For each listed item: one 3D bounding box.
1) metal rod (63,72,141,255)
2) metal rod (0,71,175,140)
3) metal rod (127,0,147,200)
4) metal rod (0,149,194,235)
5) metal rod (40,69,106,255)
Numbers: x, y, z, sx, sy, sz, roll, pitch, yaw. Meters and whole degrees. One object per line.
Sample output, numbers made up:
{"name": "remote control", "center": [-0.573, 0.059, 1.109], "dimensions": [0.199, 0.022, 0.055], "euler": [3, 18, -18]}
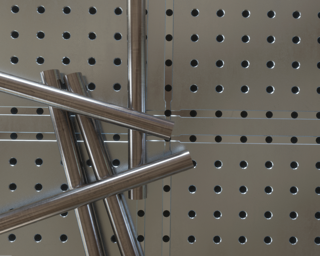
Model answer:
{"name": "metal rod", "center": [-0.070, 0.072, 0.412], "dimensions": [0.025, 0.025, 0.298], "euler": [-18, 90, 0]}
{"name": "metal rod", "center": [-0.130, -0.038, 0.385], "dimensions": [0.302, 0.025, 0.025], "euler": [16, 90, 0]}
{"name": "metal rod", "center": [-0.031, -0.056, 0.412], "dimensions": [0.025, 0.025, 0.298], "euler": [0, 90, -1]}
{"name": "metal rod", "center": [-0.104, 0.087, 0.386], "dimensions": [0.302, 0.025, 0.025], "euler": [-19, 90, -1]}
{"name": "metal rod", "center": [-0.110, 0.070, 0.411], "dimensions": [0.025, 0.025, 0.298], "euler": [-14, 90, 0]}
